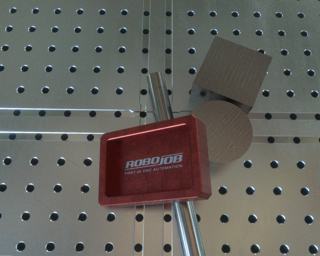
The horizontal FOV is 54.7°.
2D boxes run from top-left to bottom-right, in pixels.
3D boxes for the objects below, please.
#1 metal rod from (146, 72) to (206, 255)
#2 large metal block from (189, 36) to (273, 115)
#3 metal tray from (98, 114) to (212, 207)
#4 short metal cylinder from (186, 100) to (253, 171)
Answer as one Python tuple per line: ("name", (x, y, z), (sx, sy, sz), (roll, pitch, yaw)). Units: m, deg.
("metal rod", (0.022, 0.065, 0.388), (0.025, 0.025, 0.299), (-10, 70, -4))
("large metal block", (0.095, -0.067, 0.424), (0.080, 0.050, 0.080), (23, 72, 8))
("metal tray", (-0.010, 0.042, 0.362), (0.130, 0.030, 0.090), (-12, 68, 25))
("short metal cylinder", (0.071, 0.011, 0.395), (0.081, 0.050, 0.080), (0, 70, -1))
